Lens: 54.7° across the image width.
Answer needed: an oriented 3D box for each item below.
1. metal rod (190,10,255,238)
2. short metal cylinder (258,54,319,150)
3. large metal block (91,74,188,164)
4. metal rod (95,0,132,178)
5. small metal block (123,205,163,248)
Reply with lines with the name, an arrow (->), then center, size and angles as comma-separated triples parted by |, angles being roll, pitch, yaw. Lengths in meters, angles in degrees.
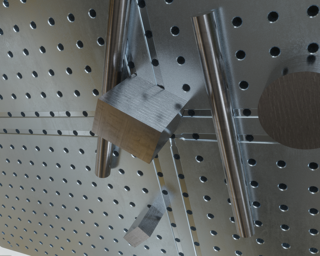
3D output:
metal rod -> 0.082, 0.014, 0.376 | 0.025, 0.025, 0.298 | -2, 118, 29
short metal cylinder -> 0.142, -0.026, 0.304 | 0.080, 0.050, 0.079 | 13, 124, 21
large metal block -> -0.023, -0.014, 0.379 | 0.080, 0.080, 0.050 | 28, 128, 10
metal rod -> -0.067, -0.045, 0.418 | 0.025, 0.025, 0.298 | 23, 127, 14
small metal block -> -0.027, 0.161, 0.509 | 0.025, 0.050, 0.050 | 42, 129, -1
